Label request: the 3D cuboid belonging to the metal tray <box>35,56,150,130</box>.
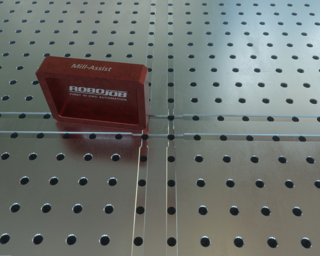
[{"bbox_3d":[-0.081,-0.043,0.401,0.131,0.090,0.030,6,51,5],"label":"metal tray"}]
